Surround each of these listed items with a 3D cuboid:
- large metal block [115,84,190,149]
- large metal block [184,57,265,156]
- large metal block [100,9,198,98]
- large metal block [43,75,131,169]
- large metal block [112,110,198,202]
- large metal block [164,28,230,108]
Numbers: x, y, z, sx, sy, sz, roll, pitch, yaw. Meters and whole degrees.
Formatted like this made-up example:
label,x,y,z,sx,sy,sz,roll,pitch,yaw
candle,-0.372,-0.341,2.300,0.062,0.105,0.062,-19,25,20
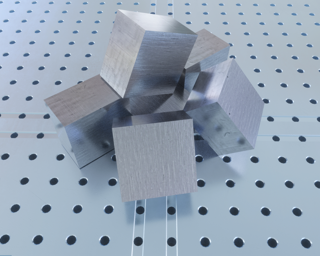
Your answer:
label,x,y,z,sx,sy,sz,roll,pitch,yaw
large metal block,-0.007,-0.024,0.413,0.080,0.050,0.080,-32,57,-24
large metal block,0.082,-0.025,0.384,0.050,0.080,0.080,-17,36,42
large metal block,-0.014,-0.085,0.362,0.081,0.079,0.050,-12,46,-43
large metal block,-0.082,-0.010,0.378,0.080,0.080,0.050,-31,57,-23
large metal block,-0.006,0.028,0.339,0.080,0.080,0.050,-7,14,-6
large metal block,0.047,-0.081,0.441,0.080,0.080,0.050,-32,57,-24
